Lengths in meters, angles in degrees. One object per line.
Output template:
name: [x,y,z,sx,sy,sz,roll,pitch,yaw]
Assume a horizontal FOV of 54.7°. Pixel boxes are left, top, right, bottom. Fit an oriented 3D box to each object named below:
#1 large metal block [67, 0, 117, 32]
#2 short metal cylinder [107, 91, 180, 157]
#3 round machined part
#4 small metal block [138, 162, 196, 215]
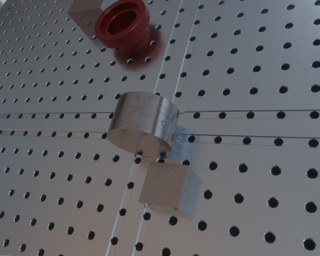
large metal block: [-0.119,-0.238,0.601,0.080,0.050,0.080,4,64,30]
short metal cylinder: [-0.020,-0.003,0.385,0.080,0.080,0.050,0,62,28]
round machined part: [-0.061,-0.175,0.537,0.098,0.042,0.098,-13,56,21]
small metal block: [0.009,0.069,0.361,0.050,0.025,0.050,2,62,29]
